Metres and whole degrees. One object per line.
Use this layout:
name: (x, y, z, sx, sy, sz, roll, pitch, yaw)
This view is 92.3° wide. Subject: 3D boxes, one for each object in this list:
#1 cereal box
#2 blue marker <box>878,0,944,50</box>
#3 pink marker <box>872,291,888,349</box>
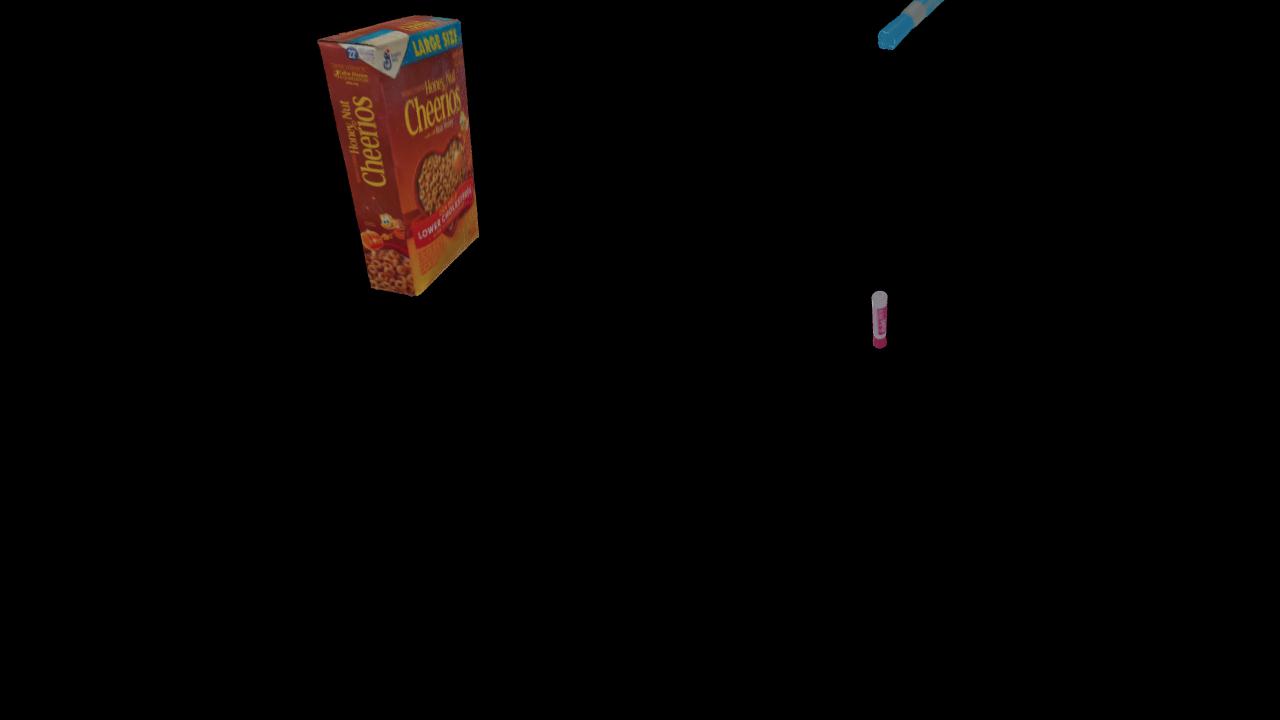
cereal box: (-0.293, -0.265, 0.800, 0.081, 0.306, 0.203, 11, 36, 7)
blue marker: (0.241, -0.298, 0.504, 0.121, 0.020, 0.020, -44, 2, -2)
pink marker: (0.321, -0.051, 0.823, 0.020, 0.020, 0.121, 0, -29, 21)
